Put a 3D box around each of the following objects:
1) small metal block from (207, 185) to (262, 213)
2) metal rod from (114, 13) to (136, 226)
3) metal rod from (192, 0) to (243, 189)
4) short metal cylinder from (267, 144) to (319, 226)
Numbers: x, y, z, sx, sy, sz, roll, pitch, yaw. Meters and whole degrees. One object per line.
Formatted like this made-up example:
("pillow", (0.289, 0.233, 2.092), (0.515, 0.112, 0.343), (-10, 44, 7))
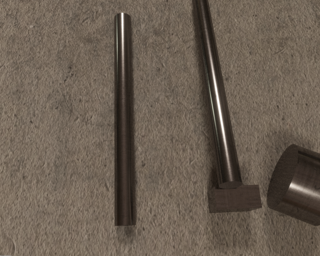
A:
("small metal block", (0.086, 0.085, 0.365), (0.050, 0.050, 0.025), (-3, 70, -1))
("metal rod", (-0.049, -0.025, 0.416), (0.025, 0.025, 0.299), (-3, 70, -1))
("metal rod", (0.069, -0.068, 0.407), (0.025, 0.025, 0.299), (-2, 60, -1))
("short metal cylinder", (0.165, 0.065, 0.357), (0.050, 0.080, 0.080), (21, 71, 7))
